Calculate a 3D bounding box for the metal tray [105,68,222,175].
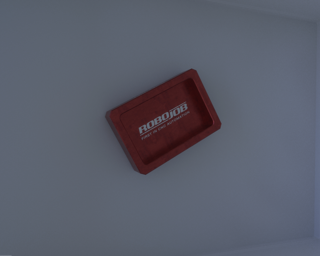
[{"bbox_3d":[0.007,-0.010,0.407,0.131,0.030,0.090,-30,100,-18],"label":"metal tray"}]
